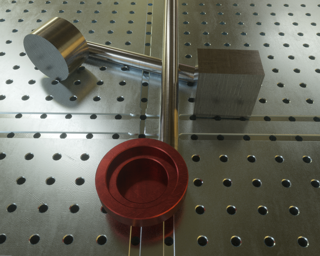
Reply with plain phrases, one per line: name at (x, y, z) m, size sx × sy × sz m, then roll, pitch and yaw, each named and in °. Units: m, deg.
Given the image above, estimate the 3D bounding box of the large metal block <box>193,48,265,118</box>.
large metal block at (0.088, -0.059, 0.423) m, size 0.081 × 0.080 × 0.050 m, roll 2°, pitch 50°, yaw 1°

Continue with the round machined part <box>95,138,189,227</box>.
round machined part at (-0.019, 0.062, 0.343) m, size 0.099 × 0.042 × 0.098 m, roll 0°, pitch 51°, yaw 0°

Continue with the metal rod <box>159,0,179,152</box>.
metal rod at (0.015, -0.093, 0.455) m, size 0.025 × 0.025 × 0.299 m, roll 1°, pitch 59°, yaw 1°

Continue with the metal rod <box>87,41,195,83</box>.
metal rod at (-0.074, -0.119, 0.506) m, size 0.301 × 0.025 × 0.025 m, roll 16°, pitch 52°, yaw 13°

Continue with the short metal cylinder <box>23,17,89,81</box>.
short metal cylinder at (-0.156, -0.119, 0.470) m, size 0.080 × 0.080 × 0.050 m, roll 22°, pitch 54°, yaw 17°
